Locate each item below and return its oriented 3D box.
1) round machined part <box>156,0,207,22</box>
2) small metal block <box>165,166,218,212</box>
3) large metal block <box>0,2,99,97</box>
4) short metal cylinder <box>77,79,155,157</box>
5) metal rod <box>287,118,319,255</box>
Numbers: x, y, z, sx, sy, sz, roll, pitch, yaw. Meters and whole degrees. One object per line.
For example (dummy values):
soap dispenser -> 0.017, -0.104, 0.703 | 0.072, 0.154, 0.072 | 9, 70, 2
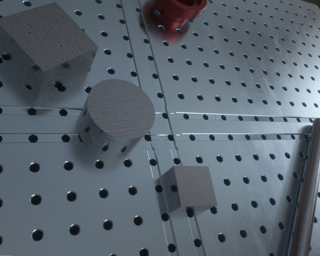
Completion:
round machined part -> 0.032, -0.230, 0.554 | 0.099, 0.042, 0.098 | 14, 56, -21
small metal block -> 0.038, 0.075, 0.383 | 0.050, 0.025, 0.050 | 5, 60, -26
large metal block -> -0.137, -0.097, 0.377 | 0.080, 0.050, 0.080 | 47, 51, 4
short metal cylinder -> -0.053, -0.012, 0.370 | 0.081, 0.050, 0.080 | 14, 56, -21
metal rod -> 0.231, 0.088, 0.478 | 0.025, 0.025, 0.301 | 37, 51, -4
